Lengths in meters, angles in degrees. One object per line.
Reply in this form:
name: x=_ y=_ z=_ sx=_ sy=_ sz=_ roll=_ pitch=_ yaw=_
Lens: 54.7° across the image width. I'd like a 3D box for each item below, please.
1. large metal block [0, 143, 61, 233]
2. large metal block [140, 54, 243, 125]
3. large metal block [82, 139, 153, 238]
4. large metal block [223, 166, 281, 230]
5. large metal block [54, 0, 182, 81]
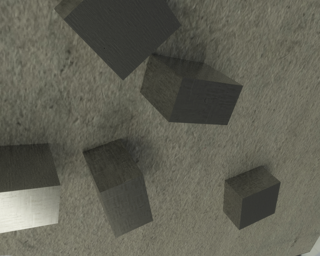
large metal block: x=-0.154 y=0.060 z=0.325 sx=0.081 sy=0.080 sz=0.050 roll=-2 pitch=120 yaw=-28
large metal block: x=0.034 y=-0.046 z=0.363 sx=0.081 sy=0.080 sz=0.050 roll=2 pitch=117 yaw=-30
large metal block: x=-0.053 y=0.073 z=0.389 sx=0.050 sy=0.080 sz=0.079 roll=-21 pitch=127 yaw=-17
large metal block: x=0.164 y=0.126 z=0.561 sx=0.081 sy=0.050 sz=0.079 roll=-18 pitch=126 yaw=-19
large metal block: x=-0.040 y=-0.108 z=0.303 sx=0.080 sy=0.050 sz=0.080 roll=-44 pitch=130 yaw=2
